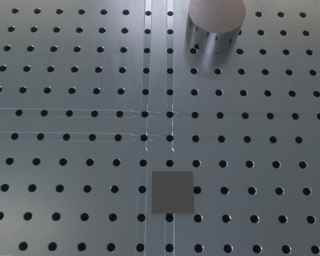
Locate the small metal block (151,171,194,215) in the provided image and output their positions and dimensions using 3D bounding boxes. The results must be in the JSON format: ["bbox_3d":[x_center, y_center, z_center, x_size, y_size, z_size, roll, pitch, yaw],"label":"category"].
[{"bbox_3d":[0.015,0.081,0.382,0.050,0.025,0.050,0,70,0],"label":"small metal block"}]

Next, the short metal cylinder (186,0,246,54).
[{"bbox_3d":[0.080,-0.157,0.456,0.081,0.050,0.080,0,70,0],"label":"short metal cylinder"}]
